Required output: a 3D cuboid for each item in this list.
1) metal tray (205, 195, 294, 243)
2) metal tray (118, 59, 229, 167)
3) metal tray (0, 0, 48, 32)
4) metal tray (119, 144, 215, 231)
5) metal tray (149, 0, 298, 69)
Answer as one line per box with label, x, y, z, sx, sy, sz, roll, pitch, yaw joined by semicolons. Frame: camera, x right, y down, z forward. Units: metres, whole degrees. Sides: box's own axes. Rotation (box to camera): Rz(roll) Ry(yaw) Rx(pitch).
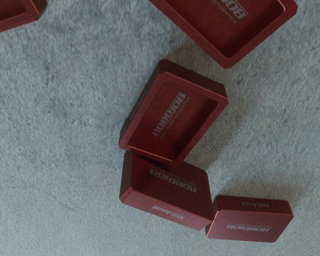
metal tray;0.153;0.162;0.544;0.131;0.030;0.089;6;130;-6
metal tray;0.013;-0.013;0.393;0.091;0.030;0.129;21;127;-17
metal tray;-0.175;-0.149;0.273;0.090;0.030;0.129;-14;129;11
metal tray;0.011;0.080;0.432;0.131;0.090;0.030;26;125;-21
metal tray;0.054;-0.128;0.295;0.130;0.030;0.090;34;122;-26
